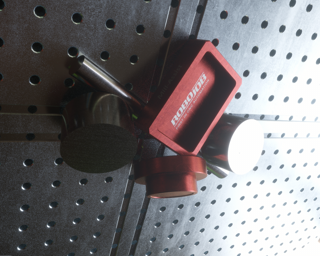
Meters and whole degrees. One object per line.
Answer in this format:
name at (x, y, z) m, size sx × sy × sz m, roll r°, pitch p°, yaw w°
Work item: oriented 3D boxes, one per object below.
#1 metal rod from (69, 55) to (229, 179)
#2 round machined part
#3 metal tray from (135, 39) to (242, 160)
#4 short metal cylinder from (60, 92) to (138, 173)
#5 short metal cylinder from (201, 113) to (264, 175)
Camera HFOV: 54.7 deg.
metal rod at (0.008, 0.003, 0.417) m, size 0.025 × 0.025 × 0.301 m, roll -49°, pitch 129°, yaw 6°
round machined part at (0.015, 0.069, 0.416) m, size 0.099 × 0.042 × 0.098 m, roll -4°, pitch 161°, yaw -1°
metal tray at (0.040, -0.033, 0.390) m, size 0.090 × 0.030 × 0.130 m, roll 37°, pitch 84°, yaw -39°
short metal cylinder at (-0.068, 0.006, 0.346) m, size 0.081 × 0.050 × 0.080 m, roll -8°, pitch 136°, yaw -7°
short metal cylinder at (0.106, 0.022, 0.451) m, size 0.081 × 0.050 × 0.079 m, roll -11°, pitch 108°, yaw -37°
